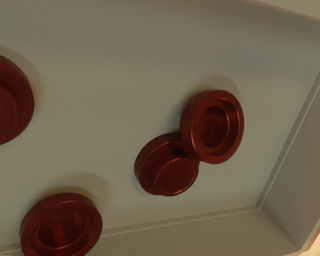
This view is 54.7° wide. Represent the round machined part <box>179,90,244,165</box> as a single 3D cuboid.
[{"bbox_3d":[0.065,-0.002,0.419,0.099,0.042,0.097,-5,99,-36],"label":"round machined part"}]

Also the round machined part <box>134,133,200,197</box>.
[{"bbox_3d":[0.016,0.059,0.445,0.099,0.042,0.097,-14,125,-21],"label":"round machined part"}]

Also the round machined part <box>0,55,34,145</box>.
[{"bbox_3d":[-0.171,-0.021,0.292,0.099,0.042,0.097,-14,125,-21],"label":"round machined part"}]

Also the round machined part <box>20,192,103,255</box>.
[{"bbox_3d":[-0.128,0.125,0.401,0.099,0.042,0.097,-12,116,-25],"label":"round machined part"}]
